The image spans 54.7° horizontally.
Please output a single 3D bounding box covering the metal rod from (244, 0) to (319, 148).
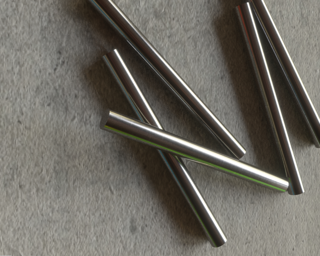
[{"bbox_3d":[0.194,-0.100,0.482,0.025,0.025,0.299,-34,101,-17],"label":"metal rod"}]

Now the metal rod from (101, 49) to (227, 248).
[{"bbox_3d":[0.010,0.034,0.414,0.025,0.025,0.299,-33,101,-17],"label":"metal rod"}]

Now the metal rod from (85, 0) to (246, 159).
[{"bbox_3d":[0.014,-0.065,0.415,0.300,0.025,0.025,46,76,-15],"label":"metal rod"}]

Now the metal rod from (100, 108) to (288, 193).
[{"bbox_3d":[0.064,0.039,0.414,0.302,0.025,0.025,22,83,-27],"label":"metal rod"}]

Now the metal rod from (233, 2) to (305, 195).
[{"bbox_3d":[0.167,-0.039,0.472,0.025,0.025,0.298,-22,98,-19],"label":"metal rod"}]
